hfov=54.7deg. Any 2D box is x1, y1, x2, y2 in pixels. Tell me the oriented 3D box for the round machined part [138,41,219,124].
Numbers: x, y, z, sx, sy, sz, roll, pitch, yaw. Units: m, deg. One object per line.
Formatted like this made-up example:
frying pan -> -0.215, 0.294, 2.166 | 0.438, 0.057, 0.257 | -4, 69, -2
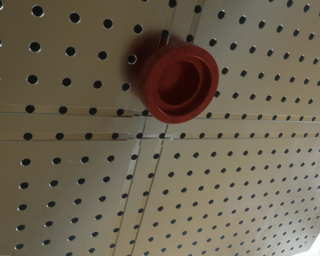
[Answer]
round machined part -> 0.019, -0.057, 0.377 | 0.099, 0.042, 0.097 | -14, 125, -21
